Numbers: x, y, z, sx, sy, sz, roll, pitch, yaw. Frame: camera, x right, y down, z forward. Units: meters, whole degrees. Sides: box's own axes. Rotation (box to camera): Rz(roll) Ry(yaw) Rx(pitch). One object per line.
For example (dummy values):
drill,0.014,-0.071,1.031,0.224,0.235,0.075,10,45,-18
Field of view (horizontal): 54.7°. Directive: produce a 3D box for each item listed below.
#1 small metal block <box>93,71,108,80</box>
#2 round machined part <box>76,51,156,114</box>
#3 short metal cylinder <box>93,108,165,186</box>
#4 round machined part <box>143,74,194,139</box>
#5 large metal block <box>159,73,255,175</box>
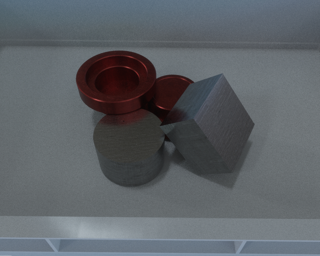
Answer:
small metal block,-0.082,-0.067,0.441,0.025,0.050,0.050,37,59,26
round machined part,-0.054,-0.053,0.398,0.099,0.042,0.098,0,50,0
short metal cylinder,-0.035,0.022,0.368,0.081,0.050,0.080,0,50,0
round machined part,0.018,-0.035,0.419,0.099,0.042,0.098,0,50,0
large metal block,0.058,-0.003,0.362,0.050,0.080,0.080,-13,33,46
